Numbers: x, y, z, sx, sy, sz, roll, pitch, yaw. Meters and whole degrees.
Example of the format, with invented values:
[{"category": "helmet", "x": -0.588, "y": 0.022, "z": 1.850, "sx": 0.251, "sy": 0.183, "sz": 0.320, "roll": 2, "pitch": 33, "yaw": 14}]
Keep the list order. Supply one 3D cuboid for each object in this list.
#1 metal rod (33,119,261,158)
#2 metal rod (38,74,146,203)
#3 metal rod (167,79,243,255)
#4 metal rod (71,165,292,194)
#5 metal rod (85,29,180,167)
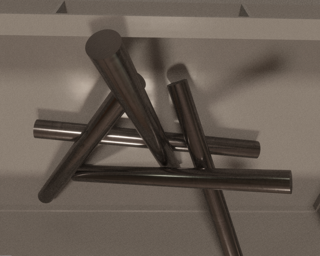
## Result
[{"category": "metal rod", "x": -0.013, "y": 0.016, "z": 0.422, "sx": 0.302, "sy": 0.025, "sz": 0.025, "roll": 6, "pitch": 130, "yaw": -6}, {"category": "metal rod", "x": -0.105, "y": 0.031, "z": 0.402, "sx": 0.025, "sy": 0.025, "sz": 0.298, "roll": 26, "pitch": 135, "yaw": -21}, {"category": "metal rod", "x": 0.068, "y": 0.082, "z": 0.404, "sx": 0.025, "sy": 0.025, "sz": 0.298, "roll": -16, "pitch": 105, "yaw": 13}, {"category": "metal rod", "x": 0.005, "y": 0.062, "z": 0.396, "sx": 0.300, "sy": 0.025, "sz": 0.025, "roll": -2, "pitch": 134, "yaw": 28}, {"category": "metal rod", "x": -0.008, "y": 0.006, "z": 0.336, "sx": 0.025, "sy": 0.025, "sz": 0.299, "roll": -10, "pitch": 154, "yaw": 8}]
